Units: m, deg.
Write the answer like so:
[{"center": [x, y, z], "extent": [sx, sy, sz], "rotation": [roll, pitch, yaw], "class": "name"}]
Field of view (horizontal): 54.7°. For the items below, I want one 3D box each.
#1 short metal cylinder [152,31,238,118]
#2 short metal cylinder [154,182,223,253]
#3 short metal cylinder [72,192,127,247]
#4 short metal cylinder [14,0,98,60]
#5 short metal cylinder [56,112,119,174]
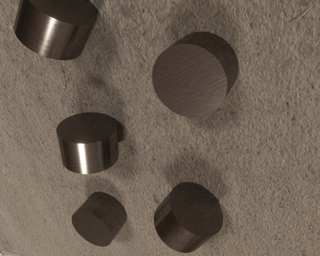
[{"center": [0.039, -0.058, 0.334], "extent": [0.080, 0.050, 0.079], "rotation": [13, 124, 20], "class": "short metal cylinder"}, {"center": [0.039, 0.122, 0.425], "extent": [0.080, 0.080, 0.050], "rotation": [36, 129, 4], "class": "short metal cylinder"}, {"center": [-0.106, 0.159, 0.543], "extent": [0.080, 0.050, 0.079], "rotation": [13, 124, 20], "class": "short metal cylinder"}, {"center": [-0.119, -0.124, 0.356], "extent": [0.080, 0.080, 0.050], "rotation": [39, 129, 1], "class": "short metal cylinder"}, {"center": [-0.099, 0.019, 0.434], "extent": [0.080, 0.080, 0.050], "rotation": [15, 124, 19], "class": "short metal cylinder"}]
